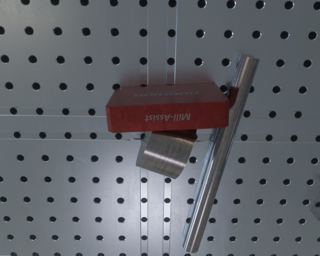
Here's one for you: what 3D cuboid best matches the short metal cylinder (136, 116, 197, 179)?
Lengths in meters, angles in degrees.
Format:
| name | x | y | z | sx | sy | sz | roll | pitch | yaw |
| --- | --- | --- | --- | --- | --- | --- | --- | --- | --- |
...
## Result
| name | x | y | z | sx | sy | sz | roll | pitch | yaw |
| --- | --- | --- | --- | --- | --- | --- | --- | --- | --- |
| short metal cylinder | 0.007 | 0.019 | 0.391 | 0.050 | 0.080 | 0.079 | 20 | 109 | -7 |

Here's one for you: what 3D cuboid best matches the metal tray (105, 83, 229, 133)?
| name | x | y | z | sx | sy | sz | roll | pitch | yaw |
| --- | --- | --- | --- | --- | --- | --- | --- | --- | --- |
| metal tray | 0.008 | -0.027 | 0.368 | 0.131 | 0.090 | 0.030 | -3 | 110 | 1 |

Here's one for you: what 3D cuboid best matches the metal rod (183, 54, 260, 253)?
| name | x | y | z | sx | sy | sz | roll | pitch | yaw |
| --- | --- | --- | --- | --- | --- | --- | --- | --- | --- |
| metal rod | 0.079 | 0.049 | 0.431 | 0.025 | 0.025 | 0.298 | 11 | 110 | -4 |

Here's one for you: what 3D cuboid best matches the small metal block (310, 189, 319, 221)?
| name | x | y | z | sx | sy | sz | roll | pitch | yaw |
| --- | --- | --- | --- | --- | --- | --- | --- | --- | --- |
| small metal block | 0.260 | 0.113 | 0.457 | 0.050 | 0.025 | 0.050 | 12 | 110 | -5 |
